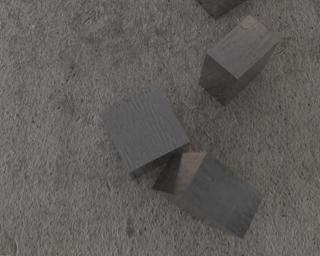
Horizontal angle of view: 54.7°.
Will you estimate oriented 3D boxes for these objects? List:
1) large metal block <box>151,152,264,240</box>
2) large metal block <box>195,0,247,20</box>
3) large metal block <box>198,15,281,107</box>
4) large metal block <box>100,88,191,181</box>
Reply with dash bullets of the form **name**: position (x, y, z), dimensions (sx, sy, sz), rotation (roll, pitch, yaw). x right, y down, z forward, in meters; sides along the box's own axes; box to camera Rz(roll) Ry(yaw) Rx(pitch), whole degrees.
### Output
- **large metal block**: position (0.049, 0.070, 0.339), dimensions (0.080, 0.080, 0.050), rotation (37, 73, -15)
- **large metal block**: position (0.094, -0.229, 0.479), dimensions (0.080, 0.050, 0.080), rotation (-34, 74, -12)
- **large metal block**: position (0.101, -0.086, 0.411), dimensions (0.080, 0.080, 0.050), rotation (-42, 76, -14)
- **large metal block**: position (-0.018, 0.008, 0.391), dimensions (0.080, 0.050, 0.080), rotation (-26, 72, -9)
